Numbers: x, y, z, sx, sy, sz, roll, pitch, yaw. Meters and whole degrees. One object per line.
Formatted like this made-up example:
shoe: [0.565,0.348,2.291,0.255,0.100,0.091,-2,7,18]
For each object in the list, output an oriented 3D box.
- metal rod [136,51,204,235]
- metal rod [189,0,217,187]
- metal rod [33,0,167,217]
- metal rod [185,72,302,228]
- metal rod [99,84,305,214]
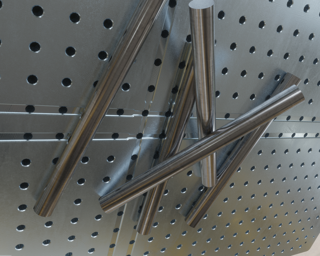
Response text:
metal rod: [0.013,0.033,0.440,0.025,0.025,0.298,2,117,-30]
metal rod: [0.061,-0.018,0.409,0.025,0.025,0.298,-25,136,-14]
metal rod: [-0.075,-0.019,0.359,0.025,0.025,0.298,20,108,-36]
metal rod: [0.131,0.044,0.512,0.025,0.025,0.299,22,107,-37]
metal rod: [0.048,0.033,0.414,0.300,0.025,0.025,-31,131,10]
